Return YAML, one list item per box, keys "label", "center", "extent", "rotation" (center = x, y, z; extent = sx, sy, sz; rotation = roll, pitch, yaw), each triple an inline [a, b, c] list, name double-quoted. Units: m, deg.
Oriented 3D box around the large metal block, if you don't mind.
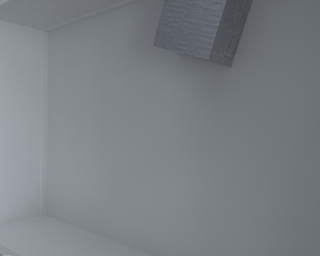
- label: "large metal block"
  center: [0.047, -0.121, 0.351]
  extent: [0.080, 0.050, 0.079]
  rotation: [26, 106, 37]
